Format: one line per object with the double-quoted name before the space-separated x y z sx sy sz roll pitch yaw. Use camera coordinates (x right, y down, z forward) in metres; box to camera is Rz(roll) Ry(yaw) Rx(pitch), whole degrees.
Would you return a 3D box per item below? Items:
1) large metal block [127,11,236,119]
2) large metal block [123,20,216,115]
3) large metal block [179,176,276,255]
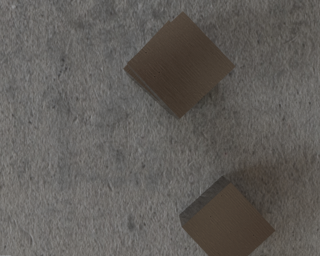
"large metal block" 0.022 -0.066 0.348 0.080 0.050 0.080 -43 91 0
"large metal block" 0.013 -0.074 0.398 0.080 0.050 0.080 43 90 -1
"large metal block" 0.083 0.122 0.399 0.080 0.050 0.080 -43 91 0
